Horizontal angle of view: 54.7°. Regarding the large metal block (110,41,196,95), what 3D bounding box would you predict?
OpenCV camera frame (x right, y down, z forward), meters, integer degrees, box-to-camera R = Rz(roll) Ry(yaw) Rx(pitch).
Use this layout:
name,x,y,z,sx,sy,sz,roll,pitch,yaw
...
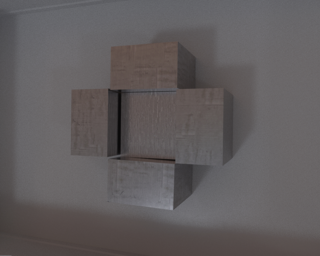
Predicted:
name,x,y,z,sx,sy,sz,roll,pitch,yaw
large metal block,-0.005,-0.068,0.381,0.080,0.080,0.050,1,91,20

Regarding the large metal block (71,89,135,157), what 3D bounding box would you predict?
name,x,y,z,sx,sy,sz,roll,pitch,yaw
large metal block,-0.070,-0.007,0.405,0.050,0.080,0.080,1,90,20

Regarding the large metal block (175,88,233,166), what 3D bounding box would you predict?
name,x,y,z,sx,sy,sz,roll,pitch,yaw
large metal block,0.054,-0.002,0.361,0.050,0.080,0.080,1,90,20

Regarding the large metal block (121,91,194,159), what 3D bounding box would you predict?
name,x,y,z,sx,sy,sz,roll,pitch,yaw
large metal block,-0.002,-0.004,0.395,0.080,0.050,0.080,1,90,20

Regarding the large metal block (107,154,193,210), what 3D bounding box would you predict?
name,x,y,z,sx,sy,sz,roll,pitch,yaw
large metal block,-0.009,0.062,0.383,0.080,0.080,0.050,2,91,20
